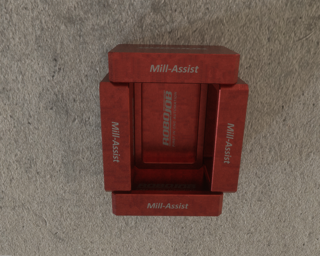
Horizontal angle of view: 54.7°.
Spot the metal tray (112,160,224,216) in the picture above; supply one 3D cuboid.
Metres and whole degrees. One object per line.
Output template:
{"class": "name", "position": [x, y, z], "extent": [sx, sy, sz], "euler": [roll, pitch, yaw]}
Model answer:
{"class": "metal tray", "position": [0.009, 0.075, 0.404], "extent": [0.131, 0.090, 0.030], "euler": [1, 110, -1]}

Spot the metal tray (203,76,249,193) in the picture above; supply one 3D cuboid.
{"class": "metal tray", "position": [0.075, 0.001, 0.377], "extent": [0.030, 0.090, 0.129], "euler": [1, 110, -1]}

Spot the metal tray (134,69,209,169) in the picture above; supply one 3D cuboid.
{"class": "metal tray", "position": [0.013, -0.010, 0.405], "extent": [0.091, 0.030, 0.129], "euler": [1, 110, -1]}

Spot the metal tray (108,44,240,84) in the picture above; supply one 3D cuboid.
{"class": "metal tray", "position": [0.014, -0.074, 0.349], "extent": [0.131, 0.090, 0.030], "euler": [1, 110, -1]}

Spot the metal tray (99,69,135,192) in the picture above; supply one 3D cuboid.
{"class": "metal tray", "position": [-0.048, 0.000, 0.375], "extent": [0.030, 0.090, 0.129], "euler": [1, 110, -1]}
